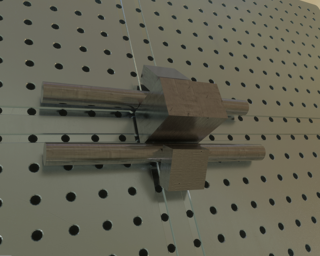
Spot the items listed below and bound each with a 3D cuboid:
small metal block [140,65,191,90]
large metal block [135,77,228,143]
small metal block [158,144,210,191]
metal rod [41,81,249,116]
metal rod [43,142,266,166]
[{"bbox_3d":[0.007,-0.066,0.433,0.050,0.025,0.050,1,27,-28],"label":"small metal block"},{"bbox_3d":[0.024,-0.016,0.390,0.081,0.080,0.050,2,61,-28],"label":"large metal block"},{"bbox_3d":[0.029,0.047,0.375,0.050,0.025,0.050,3,98,-27],"label":"small metal block"},{"bbox_3d":[-0.001,-0.036,0.424,0.303,0.025,0.025,2,61,-27],"label":"metal rod"},{"bbox_3d":[0.014,0.032,0.392,0.303,0.025,0.025,2,61,-27],"label":"metal rod"}]
